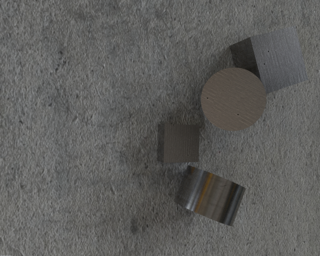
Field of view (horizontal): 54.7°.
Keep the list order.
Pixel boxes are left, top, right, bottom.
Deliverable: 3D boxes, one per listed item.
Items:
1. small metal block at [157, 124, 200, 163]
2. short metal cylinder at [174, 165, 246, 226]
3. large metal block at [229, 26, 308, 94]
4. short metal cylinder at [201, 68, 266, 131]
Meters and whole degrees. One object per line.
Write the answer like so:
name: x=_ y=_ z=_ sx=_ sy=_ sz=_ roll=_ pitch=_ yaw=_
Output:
small metal block: x=0.025 y=0.020 z=0.418 sx=0.050 sy=0.025 sz=0.050 roll=1 pitch=90 yaw=-20
short metal cylinder: x=0.064 y=0.087 z=0.404 sx=0.080 sy=0.080 sz=0.050 roll=25 pitch=82 yaw=-19
large metal block: x=0.159 y=-0.096 z=0.455 sx=0.081 sy=0.050 sz=0.080 roll=-19 pitch=97 yaw=-19
short metal cylinder: x=0.096 y=-0.038 z=0.414 sx=0.080 sy=0.050 sz=0.079 roll=1 pitch=96 yaw=8
